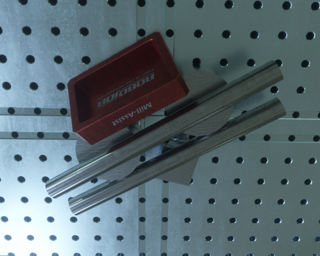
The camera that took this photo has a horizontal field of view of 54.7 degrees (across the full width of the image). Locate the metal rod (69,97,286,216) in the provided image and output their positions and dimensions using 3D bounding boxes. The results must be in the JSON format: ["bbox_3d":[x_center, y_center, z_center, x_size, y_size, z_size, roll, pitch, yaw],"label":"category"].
[{"bbox_3d":[0.015,0.041,0.401,0.301,0.025,0.025,-27,108,9],"label":"metal rod"}]

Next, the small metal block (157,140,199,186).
[{"bbox_3d":[0.022,0.048,0.430,0.050,0.025,0.050,14,109,-6],"label":"small metal block"}]

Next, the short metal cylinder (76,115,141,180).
[{"bbox_3d":[-0.064,0.021,0.407,0.081,0.050,0.079,0,110,-1],"label":"short metal cylinder"}]

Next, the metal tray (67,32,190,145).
[{"bbox_3d":[-0.042,-0.047,0.359,0.130,0.090,0.030,-27,140,9],"label":"metal tray"}]

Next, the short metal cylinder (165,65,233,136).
[{"bbox_3d":[0.047,-0.036,0.388,0.081,0.050,0.079,0,110,-1],"label":"short metal cylinder"}]

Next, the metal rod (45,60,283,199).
[{"bbox_3d":[-0.003,0.007,0.361,0.301,0.025,0.025,-28,108,9],"label":"metal rod"}]
